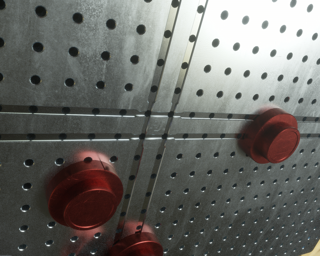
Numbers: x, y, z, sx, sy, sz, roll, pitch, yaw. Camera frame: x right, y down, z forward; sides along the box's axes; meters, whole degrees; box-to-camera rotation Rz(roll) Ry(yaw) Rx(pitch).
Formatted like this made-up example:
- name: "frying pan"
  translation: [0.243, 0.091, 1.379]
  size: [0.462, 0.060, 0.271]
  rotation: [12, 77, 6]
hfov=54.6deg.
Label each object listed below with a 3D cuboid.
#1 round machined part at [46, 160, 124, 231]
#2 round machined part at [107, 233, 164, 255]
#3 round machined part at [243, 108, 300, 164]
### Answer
- name: "round machined part"
  translation: [-0.094, 0.094, 0.406]
  size: [0.099, 0.042, 0.097]
  rotation: [-14, 124, -21]
- name: "round machined part"
  translation: [-0.038, 0.226, 0.518]
  size: [0.099, 0.042, 0.097]
  rotation: [-14, 124, -21]
- name: "round machined part"
  translation: [0.192, 0.020, 0.516]
  size: [0.099, 0.042, 0.097]
  rotation: [-14, 124, -21]
